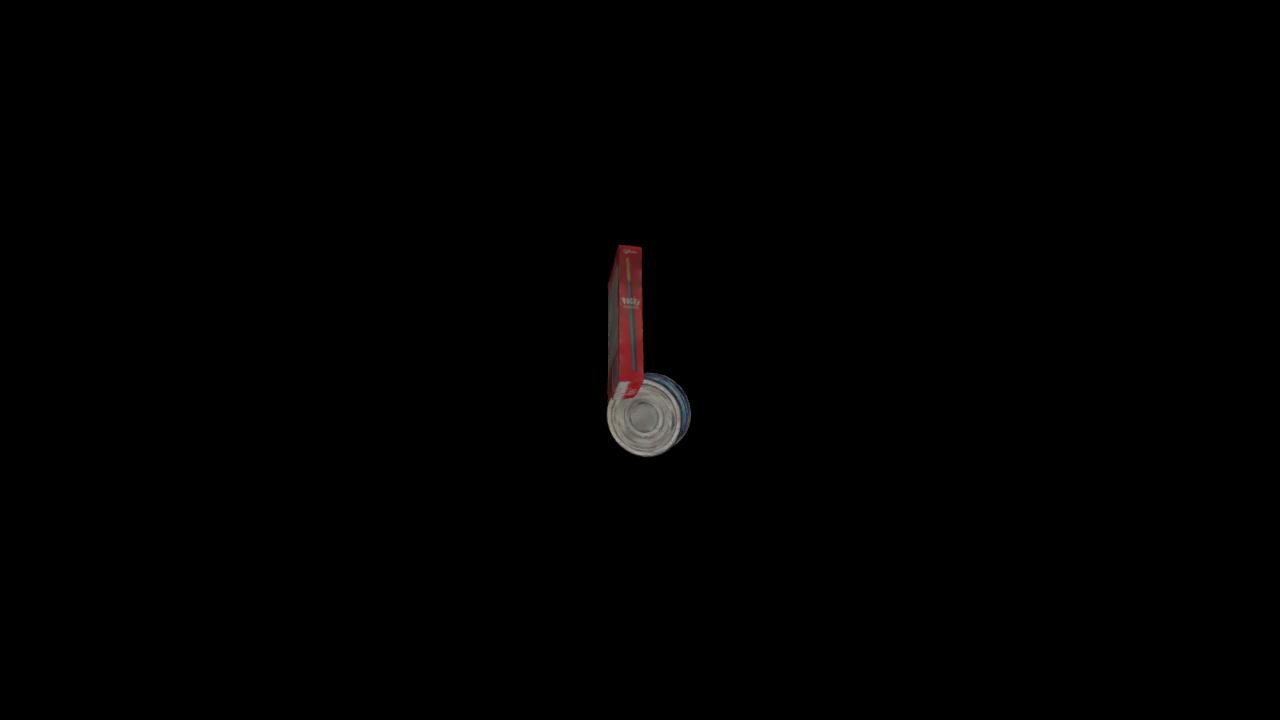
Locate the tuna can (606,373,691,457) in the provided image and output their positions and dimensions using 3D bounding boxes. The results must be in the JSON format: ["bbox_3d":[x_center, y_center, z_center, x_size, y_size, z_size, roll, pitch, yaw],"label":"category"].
[{"bbox_3d":[0.008,0.057,0.636,0.084,0.084,0.034,0,6,19],"label":"tuna can"}]

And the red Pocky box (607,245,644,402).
[{"bbox_3d":[-0.016,-0.035,0.647,0.028,0.155,0.083,3,-22,-9],"label":"red Pocky box"}]
